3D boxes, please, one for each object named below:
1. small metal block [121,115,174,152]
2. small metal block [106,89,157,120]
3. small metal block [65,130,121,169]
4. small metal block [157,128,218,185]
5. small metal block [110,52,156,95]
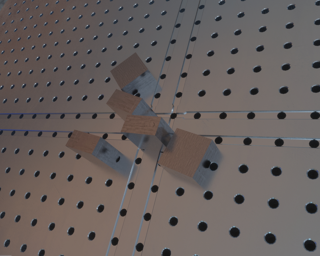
[{"bbox_3d":[-0.013,0.007,0.395,0.050,0.050,0.025,5,64,30],"label":"small metal block"},{"bbox_3d":[-0.037,-0.024,0.428,0.050,0.050,0.025,23,74,36],"label":"small metal block"},{"bbox_3d":[-0.090,0.029,0.423,0.050,0.050,0.025,12,68,33],"label":"small metal block"},{"bbox_3d":[0.034,0.033,0.371,0.050,0.025,0.050,19,72,35],"label":"small metal block"},{"bbox_3d":[-0.043,-0.082,0.482,0.050,0.025,0.050,-36,51,4],"label":"small metal block"}]
